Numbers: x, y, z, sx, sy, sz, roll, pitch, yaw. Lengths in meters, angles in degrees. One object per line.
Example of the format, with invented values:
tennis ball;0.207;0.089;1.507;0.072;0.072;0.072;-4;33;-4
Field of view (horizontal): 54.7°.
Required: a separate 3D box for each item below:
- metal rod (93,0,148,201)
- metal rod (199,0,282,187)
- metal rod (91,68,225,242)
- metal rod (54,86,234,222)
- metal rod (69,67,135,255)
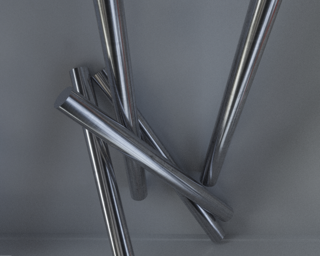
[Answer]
metal rod;-0.037;-0.013;0.346;0.025;0.025;0.298;-3;133;1
metal rod;0.080;-0.030;0.335;0.025;0.025;0.298;4;136;-2
metal rod;0.007;0.047;0.428;0.025;0.025;0.299;-32;108;10
metal rod;0.004;0.049;0.375;0.025;0.025;0.301;-41;126;13
metal rod;-0.063;0.072;0.374;0.025;0.025;0.298;-15;85;5
